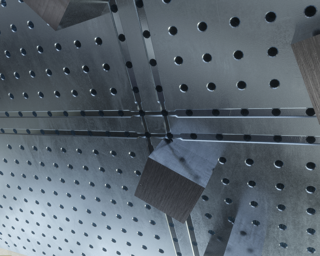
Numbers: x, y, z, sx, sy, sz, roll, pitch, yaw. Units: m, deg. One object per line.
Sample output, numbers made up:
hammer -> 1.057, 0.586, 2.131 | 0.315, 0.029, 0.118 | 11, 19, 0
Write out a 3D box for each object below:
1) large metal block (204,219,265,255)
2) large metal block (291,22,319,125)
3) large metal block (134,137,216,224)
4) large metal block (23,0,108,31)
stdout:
large metal block -> 0.098, 0.192, 0.442 | 0.050, 0.080, 0.079 | 35, 129, 5
large metal block -> 0.171, -0.058, 0.270 | 0.080, 0.050, 0.080 | -16, 110, 34
large metal block -> 0.019, 0.073, 0.429 | 0.080, 0.050, 0.079 | 28, 128, 10
large metal block -> -0.106, -0.159, 0.331 | 0.080, 0.080, 0.050 | 43, 129, -2
